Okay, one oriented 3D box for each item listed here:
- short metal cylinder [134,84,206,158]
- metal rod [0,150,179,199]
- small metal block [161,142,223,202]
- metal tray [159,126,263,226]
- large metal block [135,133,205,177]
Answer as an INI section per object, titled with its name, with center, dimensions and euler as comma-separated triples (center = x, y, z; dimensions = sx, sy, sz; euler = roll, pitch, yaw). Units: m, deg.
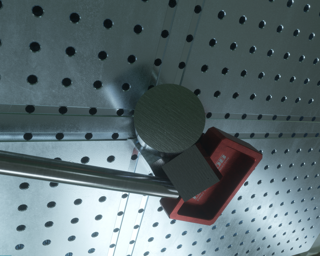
[short metal cylinder]
center = 0.010, -0.007, 0.370
dimensions = 0.080, 0.080, 0.050
euler = -31, 171, -9
[metal rod]
center = -0.116, 0.047, 0.340
dimensions = 0.302, 0.025, 0.025
euler = 13, 112, -22
[small metal block]
center = 0.039, 0.053, 0.373
dimensions = 0.050, 0.050, 0.025
euler = -36, 172, 17
[metal tray]
center = 0.070, 0.070, 0.423
dimensions = 0.091, 0.030, 0.129
euler = 23, 106, -37
[large metal block]
center = 0.023, 0.043, 0.434
dimensions = 0.080, 0.050, 0.080
euler = -31, 129, -9
